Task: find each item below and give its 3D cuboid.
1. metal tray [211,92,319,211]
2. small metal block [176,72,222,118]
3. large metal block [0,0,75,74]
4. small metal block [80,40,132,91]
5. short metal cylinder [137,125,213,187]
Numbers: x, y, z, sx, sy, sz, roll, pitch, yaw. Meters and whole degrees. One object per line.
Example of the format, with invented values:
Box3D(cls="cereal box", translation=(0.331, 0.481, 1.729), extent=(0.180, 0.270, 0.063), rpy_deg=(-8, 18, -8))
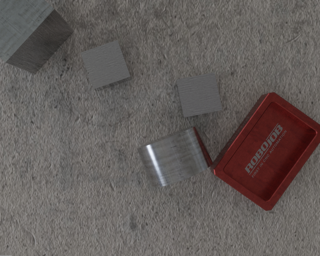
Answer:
Box3D(cls="metal tray", translation=(0.140, 0.030, 0.408), extent=(0.090, 0.030, 0.130), rpy_deg=(36, 90, 0))
Box3D(cls="small metal block", translation=(0.051, -0.043, 0.410), extent=(0.050, 0.025, 0.050), rpy_deg=(-11, 90, 0))
Box3D(cls="large metal block", translation=(-0.162, -0.119, 0.381), extent=(0.050, 0.080, 0.080), rpy_deg=(42, 90, 0))
Box3D(cls="small metal block", translation=(-0.070, -0.081, 0.409), extent=(0.050, 0.025, 0.050), rpy_deg=(-19, 90, 0))
Box3D(cls="short metal cylinder", translation=(0.018, 0.034, 0.383), extent=(0.080, 0.080, 0.050), rpy_deg=(-22, 90, 0))
